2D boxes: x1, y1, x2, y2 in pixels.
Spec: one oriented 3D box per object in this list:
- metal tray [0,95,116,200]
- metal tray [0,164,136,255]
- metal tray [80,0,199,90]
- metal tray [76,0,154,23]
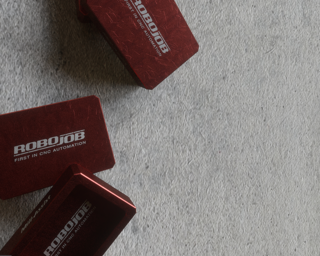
[{"bbox_3d":[-0.127,0.019,0.359,0.131,0.030,0.089,-15,95,-20],"label":"metal tray"},{"bbox_3d":[-0.101,0.117,0.350,0.090,0.030,0.130,40,86,-27],"label":"metal tray"},{"bbox_3d":[-0.020,-0.123,0.375,0.090,0.030,0.130,-42,120,-10],"label":"metal tray"},{"bbox_3d":[-0.061,-0.199,0.383,0.091,0.030,0.129,-6,92,-20],"label":"metal tray"}]
